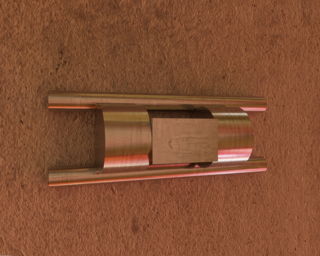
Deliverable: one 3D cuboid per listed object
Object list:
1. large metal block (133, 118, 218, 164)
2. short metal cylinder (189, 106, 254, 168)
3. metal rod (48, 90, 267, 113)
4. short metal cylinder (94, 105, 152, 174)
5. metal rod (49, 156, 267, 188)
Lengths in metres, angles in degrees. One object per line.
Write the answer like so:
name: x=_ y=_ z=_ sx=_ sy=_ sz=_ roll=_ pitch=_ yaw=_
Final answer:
large metal block: x=0.016 y=0.014 z=0.384 sx=0.081 sy=0.080 sz=0.050 roll=0 pitch=90 yaw=-20
short metal cylinder: x=0.078 y=0.012 z=0.409 sx=0.050 sy=0.080 sz=0.079 roll=-1 pitch=91 yaw=-20
metal rod: x=0.011 y=-0.033 z=0.414 sx=0.303 sy=0.025 sz=0.025 roll=-1 pitch=91 yaw=-20
short metal cylinder: x=-0.046 y=0.013 z=0.363 sx=0.050 sy=0.080 sz=0.079 roll=-1 pitch=91 yaw=-20
metal rod: x=0.012 y=0.056 z=0.415 sx=0.303 sy=0.025 sz=0.025 roll=-1 pitch=91 yaw=-20
